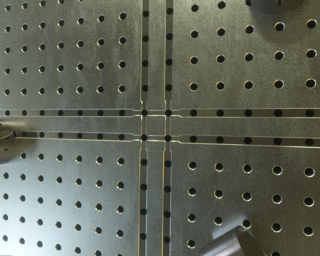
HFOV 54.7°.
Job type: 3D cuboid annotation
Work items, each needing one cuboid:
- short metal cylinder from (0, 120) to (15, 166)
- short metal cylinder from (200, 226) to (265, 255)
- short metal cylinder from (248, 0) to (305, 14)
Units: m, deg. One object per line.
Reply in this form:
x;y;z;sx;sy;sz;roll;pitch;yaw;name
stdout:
-0.284;0.025;0.497;0.080;0.050;0.079;0;90;19;short metal cylinder
0.090;0.160;0.351;0.050;0.080;0.080;-37;79;16;short metal cylinder
0.135;-0.178;0.352;0.080;0.050;0.079;0;90;19;short metal cylinder
